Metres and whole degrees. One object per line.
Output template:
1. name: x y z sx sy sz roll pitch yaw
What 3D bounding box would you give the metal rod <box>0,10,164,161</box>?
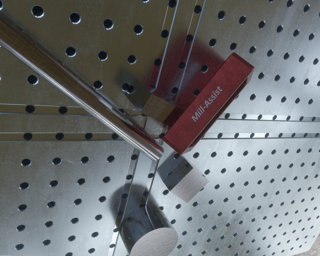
1. metal rod: -0.091 -0.043 0.335 0.025 0.025 0.300 -45 130 3

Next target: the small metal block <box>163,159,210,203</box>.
1. small metal block: 0.042 0.084 0.488 0.050 0.025 0.050 -46 130 3

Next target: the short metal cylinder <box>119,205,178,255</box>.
1. short metal cylinder: -0.018 0.171 0.492 0.081 0.050 0.079 -14 124 -21

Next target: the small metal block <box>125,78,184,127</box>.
1. small metal block: -0.008 -0.031 0.373 0.050 0.050 0.025 24 105 -37

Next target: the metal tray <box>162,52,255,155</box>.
1. metal tray: 0.063 -0.027 0.394 0.130 0.030 0.090 -51 169 8
